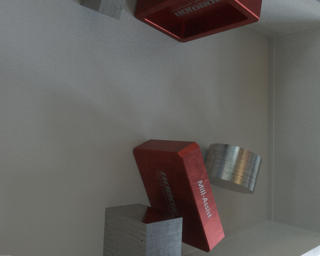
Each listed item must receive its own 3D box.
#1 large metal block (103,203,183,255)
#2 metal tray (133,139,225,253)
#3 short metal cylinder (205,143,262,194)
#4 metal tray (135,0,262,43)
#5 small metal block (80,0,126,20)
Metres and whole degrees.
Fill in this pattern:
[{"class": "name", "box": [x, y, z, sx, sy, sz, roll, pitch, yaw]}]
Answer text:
[{"class": "large metal block", "box": [-0.022, 0.137, 0.355, 0.050, 0.080, 0.080, 4, 88, -40]}, {"class": "metal tray", "box": [0.022, 0.080, 0.384, 0.030, 0.090, 0.129, -28, 108, -37]}, {"class": "short metal cylinder", "box": [0.105, 0.061, 0.462, 0.080, 0.080, 0.050, 31, 71, -36]}, {"class": "metal tray", "box": [0.043, -0.147, 0.376, 0.091, 0.130, 0.030, 16, 80, -39]}, {"class": "small metal block", "box": [-0.058, -0.149, 0.332, 0.025, 0.050, 0.050, 10, 109, -40]}]
